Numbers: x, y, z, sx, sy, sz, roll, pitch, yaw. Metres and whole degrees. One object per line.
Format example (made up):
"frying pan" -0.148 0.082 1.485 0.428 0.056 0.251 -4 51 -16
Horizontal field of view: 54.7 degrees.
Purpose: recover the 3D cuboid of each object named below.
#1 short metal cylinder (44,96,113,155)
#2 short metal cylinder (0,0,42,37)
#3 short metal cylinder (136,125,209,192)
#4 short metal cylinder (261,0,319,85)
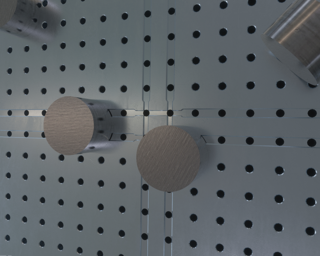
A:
"short metal cylinder" -0.115 -0.003 0.440 0.080 0.050 0.079 0 90 20
"short metal cylinder" -0.234 -0.188 0.482 0.080 0.050 0.079 0 90 20
"short metal cylinder" 0.017 0.036 0.393 0.080 0.050 0.079 0 90 20
"short metal cylinder" 0.155 -0.091 0.328 0.050 0.080 0.080 -46 76 14
